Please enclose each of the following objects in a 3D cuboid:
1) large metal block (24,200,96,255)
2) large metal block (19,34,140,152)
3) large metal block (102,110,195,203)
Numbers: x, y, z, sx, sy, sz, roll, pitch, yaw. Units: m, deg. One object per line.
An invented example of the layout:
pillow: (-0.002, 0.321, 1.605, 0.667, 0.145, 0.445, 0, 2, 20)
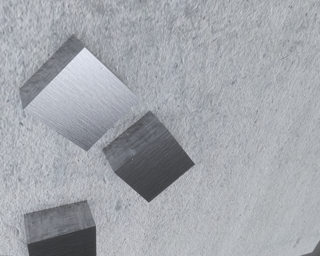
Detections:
large metal block: (-0.131, 0.151, 0.413, 0.081, 0.050, 0.079, -8, 122, -24)
large metal block: (-0.083, -0.035, 0.323, 0.080, 0.050, 0.080, -45, 129, 3)
large metal block: (-0.014, 0.038, 0.407, 0.080, 0.050, 0.080, -40, 130, -1)
